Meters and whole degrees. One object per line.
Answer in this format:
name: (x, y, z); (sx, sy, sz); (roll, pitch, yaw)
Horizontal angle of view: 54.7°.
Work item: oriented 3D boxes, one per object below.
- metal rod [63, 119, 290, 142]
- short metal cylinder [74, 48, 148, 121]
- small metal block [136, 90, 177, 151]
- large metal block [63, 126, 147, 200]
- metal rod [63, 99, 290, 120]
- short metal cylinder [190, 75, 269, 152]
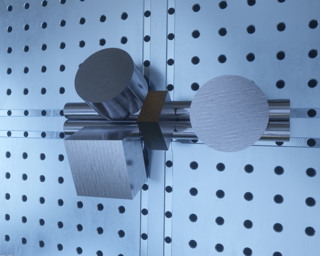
metal rod: (0.007, 0.002, 0.406); (0.301, 0.025, 0.025); (1, 90, 19)
short metal cylinder: (-0.062, -0.056, 0.402); (0.080, 0.050, 0.080); (-7, 64, 16)
small metal block: (-0.002, -0.009, 0.366); (0.025, 0.050, 0.050); (1, 48, 20)
large metal block: (-0.069, 0.043, 0.405); (0.080, 0.050, 0.079); (-1, 110, 20)
metal rod: (0.007, -0.023, 0.406); (0.301, 0.025, 0.025); (1, 90, 19)
short metal cylinder: (0.078, -0.015, 0.341); (0.080, 0.050, 0.079); (0, 90, 20)
